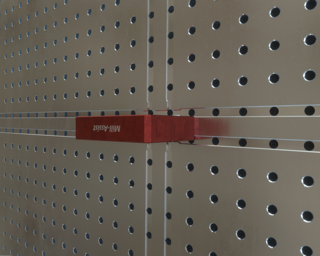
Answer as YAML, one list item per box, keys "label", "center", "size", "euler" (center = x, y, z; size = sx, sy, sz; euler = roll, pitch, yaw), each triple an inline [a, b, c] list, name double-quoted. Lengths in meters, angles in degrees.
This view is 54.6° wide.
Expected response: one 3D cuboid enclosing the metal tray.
- label: "metal tray"
  center: [-0.033, 0.000, 0.395]
  size: [0.130, 0.091, 0.030]
  euler: [1, 91, 40]
